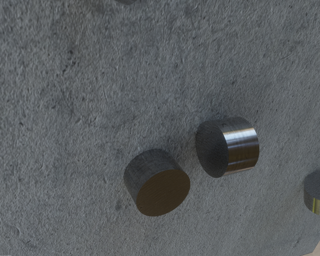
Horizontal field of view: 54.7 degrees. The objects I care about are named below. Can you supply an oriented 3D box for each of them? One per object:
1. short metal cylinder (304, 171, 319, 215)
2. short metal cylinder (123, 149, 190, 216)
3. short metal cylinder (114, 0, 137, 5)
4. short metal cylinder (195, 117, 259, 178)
[{"bbox_3d":[0.342,0.135,0.641,0.080,0.080,0.050,-27,128,-11],"label":"short metal cylinder"},{"bbox_3d":[-0.005,0.076,0.435,0.081,0.050,0.079,-14,124,-21],"label":"short metal cylinder"},{"bbox_3d":[-0.037,-0.151,0.257,0.050,0.080,0.079,12,112,-33],"label":"short metal cylinder"},{"bbox_3d":[0.093,0.026,0.438,0.050,0.080,0.079,-9,122,-24],"label":"short metal cylinder"}]
